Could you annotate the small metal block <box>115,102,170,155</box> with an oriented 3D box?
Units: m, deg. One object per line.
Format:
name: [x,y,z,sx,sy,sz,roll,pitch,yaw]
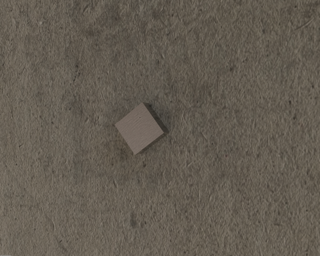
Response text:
small metal block: [-0.024,0.001,0.418,0.050,0.025,0.050,-38,78,15]
